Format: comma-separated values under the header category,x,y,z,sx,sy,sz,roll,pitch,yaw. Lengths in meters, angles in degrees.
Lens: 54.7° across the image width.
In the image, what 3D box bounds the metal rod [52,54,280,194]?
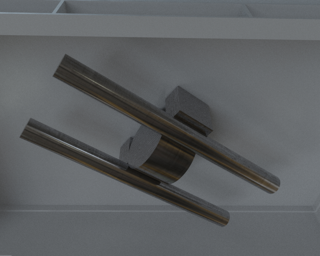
category,x,y,z,sx,sy,sz,roll,pitch,yaw
metal rod,0.027,0.008,0.349,0.301,0.025,0.025,29,124,-23

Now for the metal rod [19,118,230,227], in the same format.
category,x,y,z,sx,sy,sz,roll,pitch,yaw
metal rod,-0.027,0.067,0.400,0.301,0.025,0.025,29,124,-23

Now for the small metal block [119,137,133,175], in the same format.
category,x,y,z,sx,sy,sz,roll,pitch,yaw
small metal block,-0.029,0.048,0.431,0.050,0.050,0.025,30,124,-23

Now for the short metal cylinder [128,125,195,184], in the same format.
category,x,y,z,sx,sy,sz,roll,pitch,yaw
short metal cylinder,0.002,0.025,0.392,0.050,0.080,0.080,30,124,-23

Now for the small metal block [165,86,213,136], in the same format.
category,x,y,z,sx,sy,sz,roll,pitch,yaw
small metal block,0.034,-0.017,0.376,0.050,0.050,0.025,30,124,-23
